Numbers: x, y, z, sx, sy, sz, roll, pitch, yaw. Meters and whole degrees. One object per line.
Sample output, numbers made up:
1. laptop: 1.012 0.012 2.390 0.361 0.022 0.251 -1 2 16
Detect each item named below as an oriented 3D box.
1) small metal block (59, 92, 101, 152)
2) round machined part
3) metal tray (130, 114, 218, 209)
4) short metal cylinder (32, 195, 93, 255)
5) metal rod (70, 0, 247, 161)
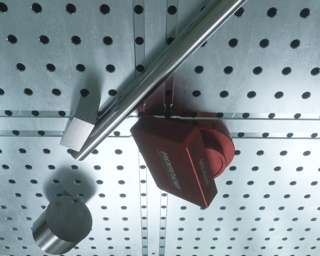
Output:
1. small metal block: -0.099 -0.007 0.388 0.025 0.050 0.050 24 126 -19
2. round machined part: 0.056 0.038 0.435 0.099 0.042 0.097 -1 130 -1
3. metal tray: 0.021 0.046 0.416 0.090 0.030 0.129 15 141 37
4. short metal cylinder: -0.159 0.159 0.509 0.080 0.080 0.050 31 124 -24
5. metal rod: -0.018 -0.050 0.368 0.025 0.025 0.299 34 122 -26
